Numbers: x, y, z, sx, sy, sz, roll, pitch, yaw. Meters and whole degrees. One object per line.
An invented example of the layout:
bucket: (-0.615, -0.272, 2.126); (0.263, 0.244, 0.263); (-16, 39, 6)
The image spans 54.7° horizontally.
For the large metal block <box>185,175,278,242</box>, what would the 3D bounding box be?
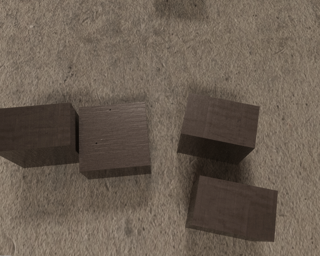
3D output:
large metal block: (0.075, 0.093, 0.346); (0.080, 0.080, 0.050); (11, 71, 3)

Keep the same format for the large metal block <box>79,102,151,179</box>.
large metal block: (-0.055, 0.017, 0.388); (0.081, 0.050, 0.080); (-5, 70, -2)

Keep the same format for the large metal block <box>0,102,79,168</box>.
large metal block: (-0.138, 0.012, 0.373); (0.081, 0.080, 0.050); (-5, 70, -2)

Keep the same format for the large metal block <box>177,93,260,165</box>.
large metal block: (0.067, 0.004, 0.378); (0.080, 0.080, 0.050); (11, 71, 4)
